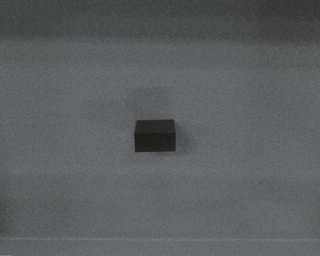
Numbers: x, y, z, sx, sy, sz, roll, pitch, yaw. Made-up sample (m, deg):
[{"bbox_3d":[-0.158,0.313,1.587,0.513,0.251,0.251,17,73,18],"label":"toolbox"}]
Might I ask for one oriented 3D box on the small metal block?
[{"bbox_3d":[-0.006,0.009,0.401,0.050,0.050,0.025,-1,110,0],"label":"small metal block"}]
